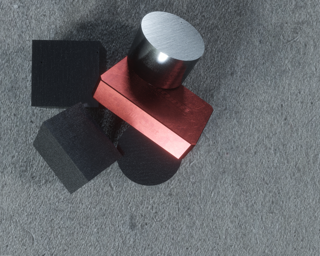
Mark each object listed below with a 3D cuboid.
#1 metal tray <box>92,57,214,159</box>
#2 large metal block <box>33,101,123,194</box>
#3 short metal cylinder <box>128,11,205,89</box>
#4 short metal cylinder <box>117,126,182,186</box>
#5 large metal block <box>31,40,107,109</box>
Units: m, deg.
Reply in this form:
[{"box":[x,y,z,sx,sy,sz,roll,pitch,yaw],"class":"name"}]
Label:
[{"box":[-0.005,-0.032,0.380,0.130,0.090,0.030,36,130,0],"class":"metal tray"},{"box":[-0.103,0.027,0.376,0.050,0.080,0.080,-38,91,-36],"class":"large metal block"},{"box":[0.007,-0.095,0.379,0.081,0.050,0.080,14,53,-18],"class":"short metal cylinder"},{"box":[-0.013,0.030,0.399,0.081,0.050,0.080,0,90,0],"class":"short metal cylinder"},{"box":[-0.113,-0.065,0.396,0.081,0.050,0.080,1,90,0],"class":"large metal block"}]
